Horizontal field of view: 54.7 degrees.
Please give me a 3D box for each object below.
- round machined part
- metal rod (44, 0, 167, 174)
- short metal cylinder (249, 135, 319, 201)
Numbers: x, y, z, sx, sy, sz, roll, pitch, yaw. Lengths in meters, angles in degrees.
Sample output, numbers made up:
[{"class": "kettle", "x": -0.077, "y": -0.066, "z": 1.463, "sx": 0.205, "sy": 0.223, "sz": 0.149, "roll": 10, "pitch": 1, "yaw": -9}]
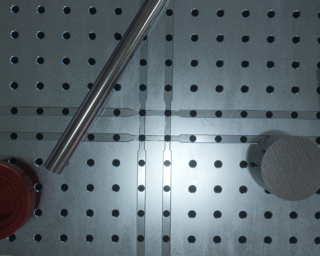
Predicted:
[{"class": "round machined part", "x": -0.210, "y": 0.091, "z": 0.402, "sx": 0.099, "sy": 0.042, "sz": 0.097, "roll": 0, "pitch": 90, "yaw": -1}, {"class": "metal rod", "x": -0.065, "y": -0.073, "z": 0.412, "sx": 0.025, "sy": 0.025, "sz": 0.299, "roll": 31, "pitch": 90, "yaw": -1}, {"class": "short metal cylinder", "x": 0.163, "y": 0.049, "z": 0.403, "sx": 0.081, "sy": 0.050, "sz": 0.079, "roll": 0, "pitch": 90, "yaw": -1}]
